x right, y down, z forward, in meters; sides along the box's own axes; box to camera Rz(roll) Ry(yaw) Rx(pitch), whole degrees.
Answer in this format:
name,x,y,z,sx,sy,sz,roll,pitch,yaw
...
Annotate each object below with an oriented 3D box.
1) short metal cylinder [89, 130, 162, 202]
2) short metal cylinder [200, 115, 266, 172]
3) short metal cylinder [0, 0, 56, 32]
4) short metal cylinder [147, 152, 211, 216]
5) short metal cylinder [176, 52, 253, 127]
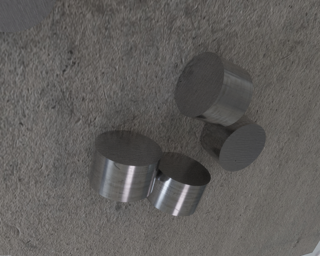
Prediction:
name,x,y,z,sx,sy,sz,roll,pitch,yaw
short metal cylinder,-0.042,0.044,0.375,0.081,0.080,0.050,0,119,-29
short metal cylinder,0.108,0.018,0.460,0.081,0.050,0.079,-14,124,-21
short metal cylinder,-0.126,-0.122,0.246,0.081,0.050,0.079,-14,124,-21
short metal cylinder,0.024,0.076,0.431,0.081,0.080,0.050,6,116,-31
short metal cylinder,0.065,-0.046,0.378,0.050,0.080,0.080,16,110,-35
